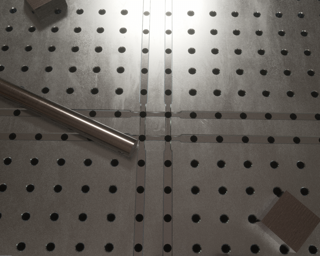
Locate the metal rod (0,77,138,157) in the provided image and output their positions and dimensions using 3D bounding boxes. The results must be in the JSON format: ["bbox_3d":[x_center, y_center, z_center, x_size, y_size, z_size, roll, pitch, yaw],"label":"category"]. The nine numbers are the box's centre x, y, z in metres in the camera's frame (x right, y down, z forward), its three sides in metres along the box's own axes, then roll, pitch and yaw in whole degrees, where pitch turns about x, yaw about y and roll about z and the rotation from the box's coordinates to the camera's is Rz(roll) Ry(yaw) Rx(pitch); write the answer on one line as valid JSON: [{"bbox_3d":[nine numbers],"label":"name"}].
[{"bbox_3d":[-0.171,-0.034,0.421,0.301,0.025,0.025,24,72,8],"label":"metal rod"}]

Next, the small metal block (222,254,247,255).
[{"bbox_3d":[0.099,0.156,0.343,0.050,0.050,0.025,4,70,1],"label":"small metal block"}]

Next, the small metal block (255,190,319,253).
[{"bbox_3d":[0.153,0.112,0.373,0.050,0.025,0.050,42,75,13],"label":"small metal block"}]

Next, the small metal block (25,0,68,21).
[{"bbox_3d":[-0.183,-0.204,0.484,0.050,0.025,0.050,-35,74,-12],"label":"small metal block"}]
